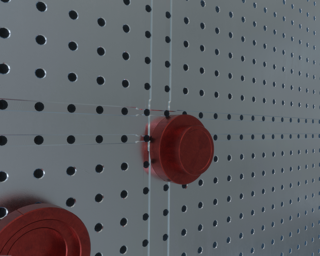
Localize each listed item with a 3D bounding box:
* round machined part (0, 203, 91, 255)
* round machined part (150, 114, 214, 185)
[{"bbox_3d":[-0.121,0.121,0.297,0.099,0.042,0.097,0,90,-40],"label":"round machined part"},{"bbox_3d":[0.037,0.030,0.429,0.099,0.042,0.097,0,90,-40],"label":"round machined part"}]
